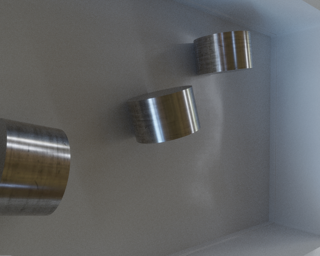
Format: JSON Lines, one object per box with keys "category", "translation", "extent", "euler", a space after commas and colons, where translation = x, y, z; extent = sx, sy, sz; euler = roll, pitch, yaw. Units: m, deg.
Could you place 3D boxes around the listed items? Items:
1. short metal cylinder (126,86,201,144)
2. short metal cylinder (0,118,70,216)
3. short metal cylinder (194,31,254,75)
{"category": "short metal cylinder", "translation": [0.005, -0.018, 0.374], "extent": [0.081, 0.080, 0.050], "euler": [-22, 104, -38]}
{"category": "short metal cylinder", "translation": [-0.120, 0.035, 0.270], "extent": [0.050, 0.080, 0.080], "euler": [14, 81, -39]}
{"category": "short metal cylinder", "translation": [0.091, -0.106, 0.447], "extent": [0.081, 0.080, 0.050], "euler": [-13, 98, -39]}
